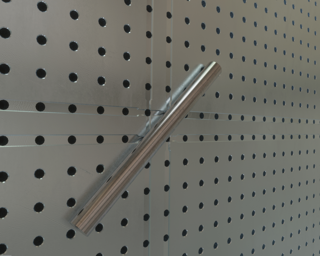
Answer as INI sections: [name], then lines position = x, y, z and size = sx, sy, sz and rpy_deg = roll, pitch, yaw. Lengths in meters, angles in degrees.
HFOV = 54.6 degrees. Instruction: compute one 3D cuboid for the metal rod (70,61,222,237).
[metal rod]
position = -0.002, 0.009, 0.406
size = 0.301, 0.025, 0.025
rpy_deg = -50, 119, -28
